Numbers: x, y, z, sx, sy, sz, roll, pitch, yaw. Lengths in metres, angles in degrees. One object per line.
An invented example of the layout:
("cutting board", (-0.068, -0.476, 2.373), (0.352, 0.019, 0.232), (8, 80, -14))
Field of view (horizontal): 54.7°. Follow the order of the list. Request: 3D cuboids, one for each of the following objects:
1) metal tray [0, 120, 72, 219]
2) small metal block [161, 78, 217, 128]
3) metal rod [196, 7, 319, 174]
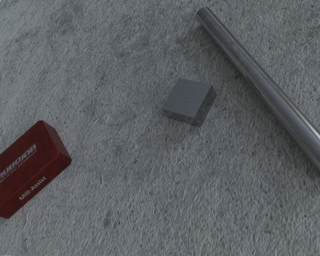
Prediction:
("metal tray", (-0.205, 0.060, 0.469), (0.130, 0.030, 0.090), (-42, 51, -1))
("small metal block", (0.038, -0.034, 0.403), (0.050, 0.025, 0.050), (18, 71, 34))
("metal rod", (0.116, -0.066, 0.382), (0.025, 0.025, 0.300), (-31, 52, 8))
